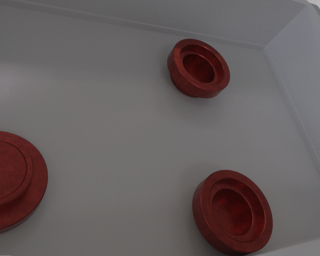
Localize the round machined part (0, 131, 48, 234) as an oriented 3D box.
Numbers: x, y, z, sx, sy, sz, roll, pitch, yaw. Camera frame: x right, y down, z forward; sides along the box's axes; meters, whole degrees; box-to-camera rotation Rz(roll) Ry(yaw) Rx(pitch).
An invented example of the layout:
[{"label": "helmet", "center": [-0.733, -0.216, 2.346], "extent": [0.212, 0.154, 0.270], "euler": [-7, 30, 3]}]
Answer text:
[{"label": "round machined part", "center": [-0.155, 0.045, 0.284], "extent": [0.099, 0.042, 0.098], "euler": [14, 56, -21]}]

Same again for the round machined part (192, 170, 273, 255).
[{"label": "round machined part", "center": [0.082, 0.103, 0.373], "extent": [0.099, 0.042, 0.098], "euler": [14, 53, -19]}]

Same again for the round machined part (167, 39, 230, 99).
[{"label": "round machined part", "center": [0.055, -0.086, 0.476], "extent": [0.099, 0.042, 0.098], "euler": [14, 56, -21]}]

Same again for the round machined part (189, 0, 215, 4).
[{"label": "round machined part", "center": [0.075, -0.286, 0.612], "extent": [0.099, 0.042, 0.098], "euler": [14, 56, -21]}]
